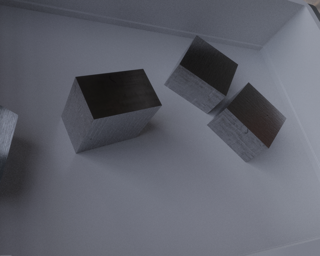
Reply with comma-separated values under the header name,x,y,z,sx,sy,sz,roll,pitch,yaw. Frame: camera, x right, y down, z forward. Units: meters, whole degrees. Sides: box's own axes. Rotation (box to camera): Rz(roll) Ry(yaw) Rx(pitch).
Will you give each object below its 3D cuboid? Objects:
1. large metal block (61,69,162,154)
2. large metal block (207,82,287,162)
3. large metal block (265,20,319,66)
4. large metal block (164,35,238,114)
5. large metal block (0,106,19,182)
name,x,y,z,sx,sy,sz,roll,pitch,yaw
large metal block,-0.058,-0.019,0.352,0.081,0.080,0.050,-15,70,-34
large metal block,0.132,-0.010,0.469,0.080,0.050,0.080,44,51,2
large metal block,0.286,-0.180,0.660,0.081,0.050,0.080,-8,66,-32
large metal block,0.065,-0.082,0.477,0.080,0.050,0.080,33,51,-7
large metal block,-0.180,0.011,0.263,0.080,0.050,0.080,42,39,-49
